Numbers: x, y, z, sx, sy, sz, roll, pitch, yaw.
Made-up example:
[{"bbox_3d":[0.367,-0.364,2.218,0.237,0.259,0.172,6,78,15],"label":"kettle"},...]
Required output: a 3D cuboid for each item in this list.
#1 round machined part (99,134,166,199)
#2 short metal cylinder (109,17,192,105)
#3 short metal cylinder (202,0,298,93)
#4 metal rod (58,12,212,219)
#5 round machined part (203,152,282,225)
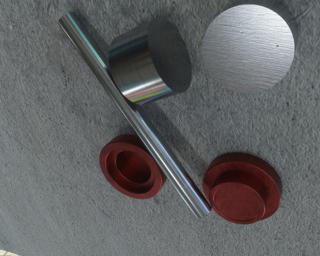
[{"bbox_3d":[-0.034,0.051,0.443,0.098,0.042,0.097,13,124,20],"label":"round machined part"},{"bbox_3d":[-0.008,-0.070,0.331,0.050,0.080,0.080,-14,111,33],"label":"short metal cylinder"},{"bbox_3d":[0.087,-0.080,0.295,0.080,0.050,0.079,13,124,20],"label":"short metal cylinder"},{"bbox_3d":[-0.029,-0.013,0.391,0.025,0.025,0.299,-33,94,38],"label":"metal rod"},{"bbox_3d":[0.101,0.083,0.393,0.098,0.042,0.097,13,124,20],"label":"round machined part"}]
